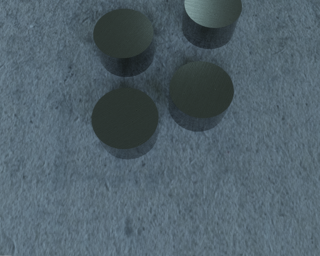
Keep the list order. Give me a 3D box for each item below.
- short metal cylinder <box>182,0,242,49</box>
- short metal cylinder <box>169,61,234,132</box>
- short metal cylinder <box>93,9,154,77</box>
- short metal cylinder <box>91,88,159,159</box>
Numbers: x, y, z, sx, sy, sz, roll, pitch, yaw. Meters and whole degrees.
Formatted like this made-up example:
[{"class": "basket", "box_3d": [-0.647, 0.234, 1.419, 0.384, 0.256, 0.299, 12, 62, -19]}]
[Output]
[{"class": "short metal cylinder", "box_3d": [0.074, -0.164, 0.456, 0.081, 0.050, 0.080, 0, 70, 0]}, {"class": "short metal cylinder", "box_3d": [0.052, -0.041, 0.410, 0.081, 0.050, 0.080, 0, 70, 0]}, {"class": "short metal cylinder", "box_3d": [-0.049, -0.119, 0.438, 0.081, 0.050, 0.080, 0, 70, 0]}, {"class": "short metal cylinder", "box_3d": [-0.042, -0.005, 0.396, 0.081, 0.050, 0.080, 0, 70, 0]}]
